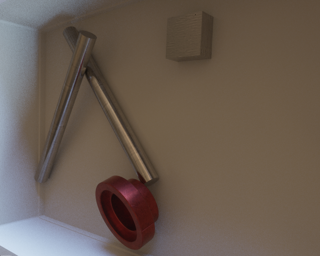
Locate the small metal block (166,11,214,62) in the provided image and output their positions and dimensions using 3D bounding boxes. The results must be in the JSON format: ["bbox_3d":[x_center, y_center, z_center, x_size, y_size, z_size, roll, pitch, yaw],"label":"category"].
[{"bbox_3d":[0.035,-0.109,0.376,0.050,0.025,0.050,5,93,39],"label":"small metal block"}]

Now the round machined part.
[{"bbox_3d":[-0.040,0.107,0.412,0.098,0.042,0.097,27,130,38],"label":"round machined part"}]

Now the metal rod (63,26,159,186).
[{"bbox_3d":[-0.083,-0.046,0.472,0.025,0.025,0.299,-45,63,30],"label":"metal rod"}]

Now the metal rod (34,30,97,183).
[{"bbox_3d":[-0.165,-0.020,0.518,0.025,0.025,0.298,46,124,29],"label":"metal rod"}]
